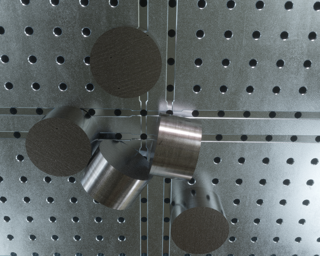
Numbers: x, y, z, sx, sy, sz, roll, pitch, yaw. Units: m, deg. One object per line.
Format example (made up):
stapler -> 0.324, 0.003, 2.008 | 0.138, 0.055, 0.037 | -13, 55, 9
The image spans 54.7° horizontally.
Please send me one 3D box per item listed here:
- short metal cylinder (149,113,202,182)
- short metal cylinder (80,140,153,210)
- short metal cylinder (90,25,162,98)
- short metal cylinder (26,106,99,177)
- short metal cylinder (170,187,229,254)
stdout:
short metal cylinder -> 0.017, 0.024, 0.393 | 0.050, 0.080, 0.079 | 11, 110, -4
short metal cylinder -> -0.056, 0.060, 0.405 | 0.080, 0.080, 0.050 | 31, 107, -11
short metal cylinder -> -0.038, -0.081, 0.370 | 0.081, 0.050, 0.079 | 0, 110, 0
short metal cylinder -> -0.125, 0.016, 0.405 | 0.081, 0.050, 0.079 | 0, 110, 0
short metal cylinder -> 0.055, 0.133, 0.450 | 0.081, 0.050, 0.079 | 0, 110, 0
